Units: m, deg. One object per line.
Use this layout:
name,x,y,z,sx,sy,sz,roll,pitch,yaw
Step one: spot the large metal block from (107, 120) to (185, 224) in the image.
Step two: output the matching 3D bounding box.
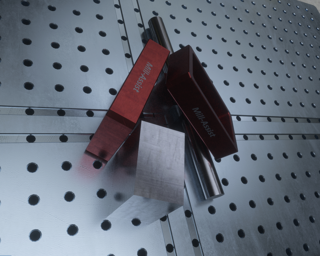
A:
large metal block,-0.015,0.051,0.335,0.050,0.080,0.080,17,55,-19

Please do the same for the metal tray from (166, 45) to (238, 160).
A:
metal tray,0.056,-0.033,0.403,0.130,0.030,0.090,53,25,-28

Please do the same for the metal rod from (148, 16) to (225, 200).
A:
metal rod,0.031,-0.044,0.453,0.025,0.025,0.299,-2,63,-30

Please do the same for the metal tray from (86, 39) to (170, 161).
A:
metal tray,-0.037,-0.034,0.368,0.030,0.090,0.130,30,52,-10

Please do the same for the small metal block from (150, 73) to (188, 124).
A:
small metal block,0.011,-0.039,0.424,0.025,0.050,0.050,-1,62,-29
